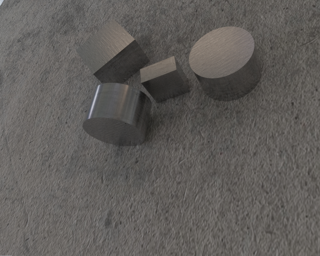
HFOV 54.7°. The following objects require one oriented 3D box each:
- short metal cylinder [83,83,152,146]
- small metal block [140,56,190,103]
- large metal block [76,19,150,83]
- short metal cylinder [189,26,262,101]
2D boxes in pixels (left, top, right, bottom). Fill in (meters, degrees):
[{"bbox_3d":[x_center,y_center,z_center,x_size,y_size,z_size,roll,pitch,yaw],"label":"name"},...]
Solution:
[{"bbox_3d":[-0.055,-0.015,0.407,0.080,0.080,0.050,-4,60,26],"label":"short metal cylinder"},{"bbox_3d":[0.007,-0.065,0.424,0.050,0.050,0.025,-18,55,17],"label":"small metal block"},{"bbox_3d":[-0.077,-0.117,0.500,0.080,0.050,0.080,-40,51,1],"label":"large metal block"},{"bbox_3d":[0.083,-0.081,0.394,0.080,0.050,0.080,-13,56,21],"label":"short metal cylinder"}]
